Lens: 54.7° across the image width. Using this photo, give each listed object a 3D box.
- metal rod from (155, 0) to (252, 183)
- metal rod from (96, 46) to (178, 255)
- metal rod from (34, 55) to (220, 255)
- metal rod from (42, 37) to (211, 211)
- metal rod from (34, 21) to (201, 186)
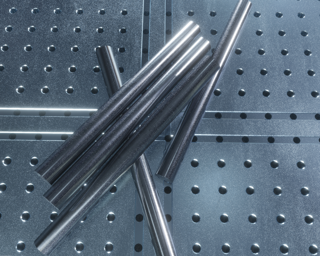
[{"bbox_3d":[0.068,-0.064,0.435,0.025,0.025,0.300,24,71,8],"label":"metal rod"},{"bbox_3d":[-0.035,0.022,0.403,0.025,0.025,0.299,-17,71,-6],"label":"metal rod"},{"bbox_3d":[-0.034,0.027,0.373,0.025,0.025,0.300,41,83,13],"label":"metal rod"},{"bbox_3d":[-0.026,-0.021,0.395,0.025,0.025,0.301,36,65,12],"label":"metal rod"},{"bbox_3d":[-0.039,-0.047,0.403,0.025,0.025,0.301,36,64,12],"label":"metal rod"}]
